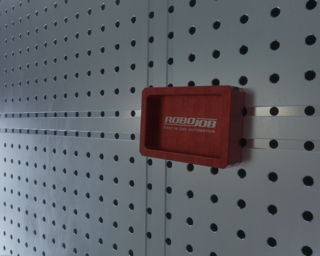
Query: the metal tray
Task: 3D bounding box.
[{"bbox_3d":[0.033,-0.004,0.379,0.130,0.030,0.090,5,93,40],"label":"metal tray"}]
